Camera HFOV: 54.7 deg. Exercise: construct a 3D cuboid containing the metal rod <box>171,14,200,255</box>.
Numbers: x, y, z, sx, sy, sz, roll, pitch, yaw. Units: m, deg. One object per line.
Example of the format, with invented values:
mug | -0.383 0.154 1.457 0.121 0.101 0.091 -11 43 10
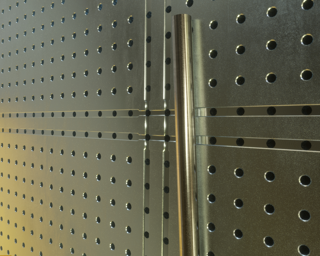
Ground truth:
metal rod | 0.032 0.012 0.381 0.025 0.025 0.298 -3 88 39
